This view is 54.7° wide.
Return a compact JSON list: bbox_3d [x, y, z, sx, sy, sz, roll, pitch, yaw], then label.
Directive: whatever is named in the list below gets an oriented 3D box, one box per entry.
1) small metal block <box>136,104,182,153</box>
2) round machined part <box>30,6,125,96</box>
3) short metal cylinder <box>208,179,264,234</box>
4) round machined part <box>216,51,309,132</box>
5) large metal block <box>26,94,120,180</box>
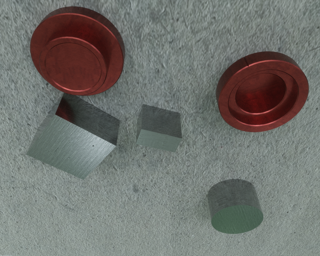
[{"bbox_3d":[-0.002,0.000,0.391,0.050,0.050,0.025,13,129,-12],"label":"small metal block"},{"bbox_3d":[-0.088,-0.074,0.332,0.099,0.042,0.097,-1,130,0],"label":"round machined part"},{"bbox_3d":[0.120,0.128,0.502,0.081,0.050,0.079,0,130,0],"label":"short metal cylinder"},{"bbox_3d":[0.114,-0.045,0.360,0.099,0.042,0.097,-1,130,0],"label":"round machined part"},{"bbox_3d":[-0.110,0.011,0.399,0.080,0.050,0.080,31,124,-24],"label":"large metal block"}]
